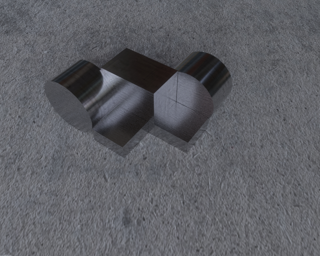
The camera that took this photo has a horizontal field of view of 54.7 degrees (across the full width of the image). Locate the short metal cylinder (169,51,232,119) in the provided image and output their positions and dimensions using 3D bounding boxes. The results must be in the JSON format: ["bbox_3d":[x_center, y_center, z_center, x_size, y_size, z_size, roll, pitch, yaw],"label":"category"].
[{"bbox_3d":[0.049,-0.055,0.415,0.080,0.080,0.050,29,56,22],"label":"short metal cylinder"}]

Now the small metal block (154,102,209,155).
[{"bbox_3d":[0.028,-0.001,0.406,0.050,0.025,0.050,28,55,22],"label":"small metal block"}]

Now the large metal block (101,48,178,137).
[{"bbox_3d":[-0.026,-0.047,0.409,0.080,0.080,0.050,28,55,21],"label":"large metal block"}]

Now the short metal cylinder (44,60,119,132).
[{"bbox_3d":[-0.101,-0.041,0.403,0.080,0.080,0.050,28,56,21],"label":"short metal cylinder"}]

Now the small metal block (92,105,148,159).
[{"bbox_3d":[-0.051,0.004,0.401,0.050,0.025,0.050,28,55,22],"label":"small metal block"}]
